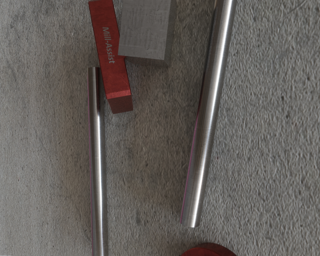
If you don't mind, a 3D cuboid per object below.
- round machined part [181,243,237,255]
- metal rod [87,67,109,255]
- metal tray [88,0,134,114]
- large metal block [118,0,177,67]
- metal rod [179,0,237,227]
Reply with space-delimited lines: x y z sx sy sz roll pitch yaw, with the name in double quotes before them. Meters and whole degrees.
"round machined part" 0.054 0.185 0.348 0.098 0.042 0.097 0 90 39
"metal rod" -0.097 0.056 0.481 0.025 0.025 0.298 -3 88 39
"metal tray" -0.064 -0.092 0.415 0.030 0.090 0.129 -11 80 -5
"large metal block" -0.011 -0.118 0.367 0.050 0.080 0.079 7 96 6
"metal rod" 0.057 -0.032 0.356 0.025 0.025 0.298 14 99 39
